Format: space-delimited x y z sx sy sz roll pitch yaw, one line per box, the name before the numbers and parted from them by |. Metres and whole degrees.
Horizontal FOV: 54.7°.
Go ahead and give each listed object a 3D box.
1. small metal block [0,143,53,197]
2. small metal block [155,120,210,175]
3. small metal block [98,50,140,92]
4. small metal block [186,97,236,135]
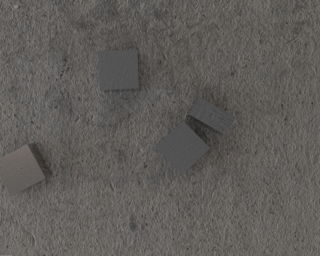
small metal block | -0.180 0.054 0.408 0.050 0.025 0.050 -28 90 0
small metal block | 0.029 0.025 0.410 0.050 0.025 0.050 -44 90 0
small metal block | -0.053 -0.075 0.409 0.050 0.025 0.050 -3 90 0
small metal block | 0.063 -0.015 0.398 0.050 0.050 0.025 30 90 0
